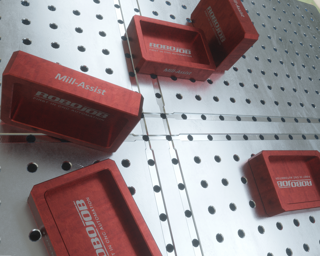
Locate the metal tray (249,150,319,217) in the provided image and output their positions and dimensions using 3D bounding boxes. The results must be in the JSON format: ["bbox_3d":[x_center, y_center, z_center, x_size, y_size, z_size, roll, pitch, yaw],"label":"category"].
[{"bbox_3d":[0.205,0.080,0.469,0.131,0.030,0.090,2,61,-28],"label":"metal tray"}]

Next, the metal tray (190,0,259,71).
[{"bbox_3d":[0.106,-0.176,0.533,0.030,0.090,0.130,-4,64,-31],"label":"metal tray"}]

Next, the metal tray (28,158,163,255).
[{"bbox_3d":[-0.062,0.104,0.308,0.091,0.030,0.130,-19,72,-35],"label":"metal tray"}]

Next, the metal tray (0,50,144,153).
[{"bbox_3d":[-0.094,-0.021,0.329,0.131,0.090,0.030,18,55,-18],"label":"metal tray"}]

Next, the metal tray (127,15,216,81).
[{"bbox_3d":[0.019,-0.126,0.493,0.131,0.030,0.090,2,61,-28],"label":"metal tray"}]
